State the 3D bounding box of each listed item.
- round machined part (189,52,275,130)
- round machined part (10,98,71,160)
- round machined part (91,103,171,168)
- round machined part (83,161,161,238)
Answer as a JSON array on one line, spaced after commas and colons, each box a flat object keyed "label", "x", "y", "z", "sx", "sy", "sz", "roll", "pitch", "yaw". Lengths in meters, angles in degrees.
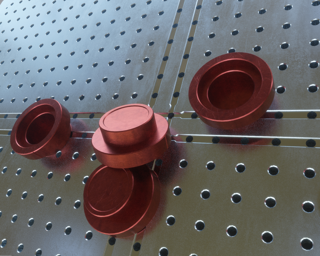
[{"label": "round machined part", "x": 0.088, "y": -0.041, "z": 0.375, "sx": 0.098, "sy": 0.042, "sz": 0.098, "roll": -13, "pitch": 56, "yaw": 20}, {"label": "round machined part", "x": -0.181, "y": 0.005, "z": 0.486, "sx": 0.098, "sy": 0.042, "sz": 0.098, "roll": -13, "pitch": 56, "yaw": 20}, {"label": "round machined part", "x": -0.038, "y": 0.003, "z": 0.386, "sx": 0.099, "sy": 0.042, "sz": 0.098, "roll": -8, "pitch": 31, "yaw": 5}, {"label": "round machined part", "x": -0.053, "y": 0.079, "z": 0.375, "sx": 0.098, "sy": 0.042, "sz": 0.098, "roll": -13, "pitch": 56, "yaw": 20}]
